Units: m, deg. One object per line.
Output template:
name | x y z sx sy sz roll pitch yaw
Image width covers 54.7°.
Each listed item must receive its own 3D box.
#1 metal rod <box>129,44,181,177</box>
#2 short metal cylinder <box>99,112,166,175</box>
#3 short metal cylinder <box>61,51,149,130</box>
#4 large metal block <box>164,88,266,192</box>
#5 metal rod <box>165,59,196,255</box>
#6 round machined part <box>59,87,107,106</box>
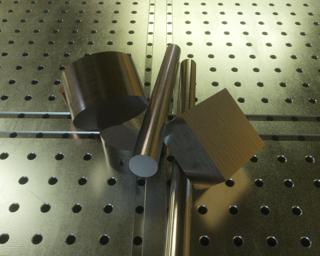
metal rod | 0.004 -0.048 0.391 0.025 0.025 0.301 6 33 5
short metal cylinder | -0.032 0.010 0.382 0.081 0.050 0.080 0 50 0
short metal cylinder | -0.058 -0.037 0.329 0.081 0.080 0.050 -16 74 -13
large metal block | 0.059 0.012 0.351 0.081 0.050 0.080 -31 85 -37
metal rod | 0.031 0.015 0.395 0.025 0.025 0.300 4 50 3
round machined part | -0.082 -0.053 0.422 0.098 0.042 0.098 -20 23 9
